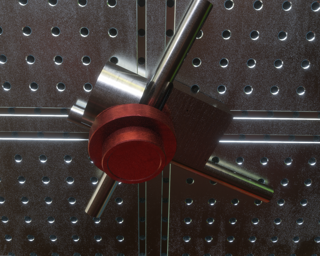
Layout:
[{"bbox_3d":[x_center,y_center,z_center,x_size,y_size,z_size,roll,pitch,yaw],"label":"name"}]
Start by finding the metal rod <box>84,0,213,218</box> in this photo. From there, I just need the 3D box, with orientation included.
[{"bbox_3d":[-0.019,-0.018,0.386,0.025,0.025,0.298,27,100,-10],"label":"metal rod"}]

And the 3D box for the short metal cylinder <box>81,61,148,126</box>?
[{"bbox_3d":[-0.054,-0.033,0.371,0.050,0.080,0.080,24,108,-9],"label":"short metal cylinder"}]

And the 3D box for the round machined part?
[{"bbox_3d":[-0.029,0.024,0.343,0.099,0.042,0.097,-5,130,-5],"label":"round machined part"}]

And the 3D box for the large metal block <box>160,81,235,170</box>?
[{"bbox_3d":[0.034,-0.005,0.395,0.080,0.050,0.080,24,108,-9],"label":"large metal block"}]

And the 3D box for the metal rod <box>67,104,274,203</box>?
[{"bbox_3d":[0.021,0.038,0.427,0.302,0.025,0.025,23,108,-9],"label":"metal rod"}]
